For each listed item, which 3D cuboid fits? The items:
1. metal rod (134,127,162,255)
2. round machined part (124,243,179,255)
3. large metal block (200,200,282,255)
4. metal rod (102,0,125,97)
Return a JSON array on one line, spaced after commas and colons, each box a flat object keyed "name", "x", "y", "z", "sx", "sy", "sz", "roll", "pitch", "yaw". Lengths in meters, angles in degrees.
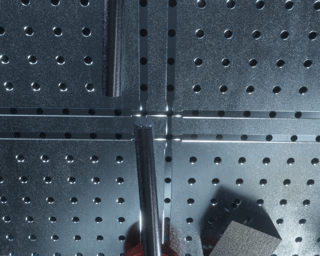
[{"name": "metal rod", "x": -0.012, "y": 0.147, "z": 0.431, "sx": 0.025, "sy": 0.025, "sz": 0.298, "roll": -4, "pitch": 97, "yaw": 1}, {"name": "round machined part", "x": -0.013, "y": 0.218, "z": 0.485, "sx": 0.099, "sy": 0.042, "sz": 0.097, "roll": 0, "pitch": 110, "yaw": 0}, {"name": "large metal block", "x": 0.118, "y": 0.166, "z": 0.462, "sx": 0.080, "sy": 0.050, "sz": 0.080, "roll": 23, "pitch": 108, "yaw": -9}, {"name": "metal rod", "x": -0.051, "y": -0.182, "z": 0.345, "sx": 0.025, "sy": 0.025, "sz": 0.298, "roll": 4, "pitch": 110, "yaw": -2}]
